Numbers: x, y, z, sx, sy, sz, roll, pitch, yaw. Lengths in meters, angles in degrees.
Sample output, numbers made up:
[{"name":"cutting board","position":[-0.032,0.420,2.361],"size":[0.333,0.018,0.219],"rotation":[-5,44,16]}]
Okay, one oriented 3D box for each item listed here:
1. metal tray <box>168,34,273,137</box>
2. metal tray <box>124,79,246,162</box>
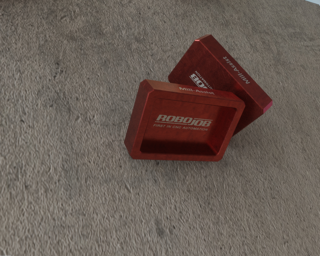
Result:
[{"name":"metal tray","position":[0.080,-0.054,0.437],"size":[0.130,0.090,0.030],"rotation":[49,51,6]},{"name":"metal tray","position":[0.030,-0.005,0.379],"size":[0.131,0.089,0.030],"rotation":[5,28,-26]}]
